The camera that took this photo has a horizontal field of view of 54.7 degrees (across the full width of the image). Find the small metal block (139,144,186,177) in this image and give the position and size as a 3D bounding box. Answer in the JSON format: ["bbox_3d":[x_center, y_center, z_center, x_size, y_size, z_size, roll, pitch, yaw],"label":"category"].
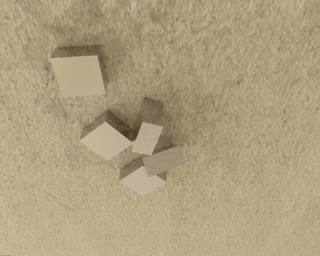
[{"bbox_3d":[0.001,0.042,0.415,0.050,0.050,0.025,-19,92,-9],"label":"small metal block"}]

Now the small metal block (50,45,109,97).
[{"bbox_3d":[-0.089,-0.064,0.351,0.050,0.025,0.050,-3,130,2],"label":"small metal block"}]

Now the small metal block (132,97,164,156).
[{"bbox_3d":[-0.016,-0.002,0.389,0.025,0.050,0.050,14,129,-12],"label":"small metal block"}]

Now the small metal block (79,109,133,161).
[{"bbox_3d":[-0.070,0.011,0.415,0.050,0.025,0.050,-34,123,25],"label":"small metal block"}]

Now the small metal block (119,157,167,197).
[{"bbox_3d":[-0.026,0.072,0.468,0.050,0.025,0.050,-36,122,26],"label":"small metal block"}]
